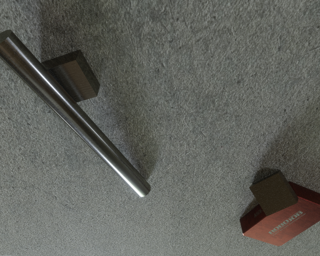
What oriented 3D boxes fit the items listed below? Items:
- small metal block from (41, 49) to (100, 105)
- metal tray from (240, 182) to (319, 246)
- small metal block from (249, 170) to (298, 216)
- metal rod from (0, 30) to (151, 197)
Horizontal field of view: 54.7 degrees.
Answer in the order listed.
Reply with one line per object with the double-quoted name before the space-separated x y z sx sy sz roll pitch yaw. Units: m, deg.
"small metal block" -0.105 -0.056 0.358 0.050 0.025 0.050 -15 129 12
"metal tray" 0.215 0.153 0.538 0.091 0.030 0.129 23 126 -19
"small metal block" 0.175 0.100 0.477 0.050 0.025 0.050 -35 78 25
"metal rod" -0.086 0.008 0.387 0.025 0.025 0.300 -19 136 15
